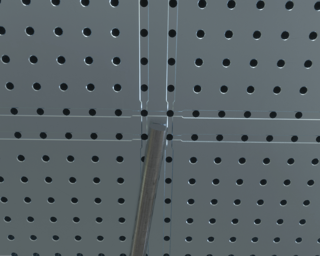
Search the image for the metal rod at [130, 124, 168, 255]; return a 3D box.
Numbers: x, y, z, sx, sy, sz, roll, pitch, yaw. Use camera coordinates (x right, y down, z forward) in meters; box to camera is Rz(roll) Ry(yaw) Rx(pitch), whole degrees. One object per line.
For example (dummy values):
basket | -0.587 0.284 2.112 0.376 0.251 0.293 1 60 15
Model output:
metal rod | -0.025 0.137 0.463 0.025 0.025 0.298 8 110 -3
